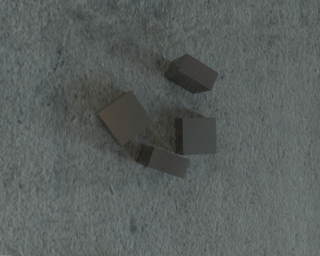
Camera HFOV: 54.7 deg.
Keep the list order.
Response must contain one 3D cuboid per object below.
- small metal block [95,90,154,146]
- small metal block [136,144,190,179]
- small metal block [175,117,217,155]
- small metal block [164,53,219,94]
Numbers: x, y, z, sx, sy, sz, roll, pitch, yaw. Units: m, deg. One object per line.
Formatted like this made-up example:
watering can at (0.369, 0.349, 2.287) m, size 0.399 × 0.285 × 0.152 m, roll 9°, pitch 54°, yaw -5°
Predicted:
small metal block at (-0.046, -0.012, 0.393) m, size 0.050 × 0.025 × 0.050 m, roll -38°, pitch 103°, yaw -16°
small metal block at (0.003, 0.042, 0.398) m, size 0.050 × 0.050 × 0.025 m, roll 21°, pitch 83°, yaw -19°
small metal block at (0.049, 0.011, 0.429) m, size 0.050 × 0.025 × 0.050 m, roll -1°, pitch 91°, yaw -21°
small metal block at (0.041, -0.070, 0.412) m, size 0.050 × 0.050 × 0.025 m, roll 27°, pitch 81°, yaw -18°
